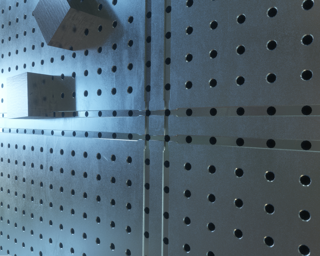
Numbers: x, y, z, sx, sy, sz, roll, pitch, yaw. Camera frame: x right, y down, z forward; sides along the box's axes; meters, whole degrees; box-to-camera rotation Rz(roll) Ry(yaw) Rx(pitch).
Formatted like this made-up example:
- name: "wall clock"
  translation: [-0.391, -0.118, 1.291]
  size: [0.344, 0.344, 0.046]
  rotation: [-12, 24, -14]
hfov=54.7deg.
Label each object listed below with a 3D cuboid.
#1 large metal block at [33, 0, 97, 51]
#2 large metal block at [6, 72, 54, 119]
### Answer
- name: "large metal block"
  translation: [-0.163, -0.192, 0.525]
  size: [0.080, 0.050, 0.080]
  rotation: [-43, 64, 31]
- name: "large metal block"
  translation: [-0.251, -0.059, 0.596]
  size: [0.080, 0.050, 0.079]
  rotation: [-3, 88, 39]
